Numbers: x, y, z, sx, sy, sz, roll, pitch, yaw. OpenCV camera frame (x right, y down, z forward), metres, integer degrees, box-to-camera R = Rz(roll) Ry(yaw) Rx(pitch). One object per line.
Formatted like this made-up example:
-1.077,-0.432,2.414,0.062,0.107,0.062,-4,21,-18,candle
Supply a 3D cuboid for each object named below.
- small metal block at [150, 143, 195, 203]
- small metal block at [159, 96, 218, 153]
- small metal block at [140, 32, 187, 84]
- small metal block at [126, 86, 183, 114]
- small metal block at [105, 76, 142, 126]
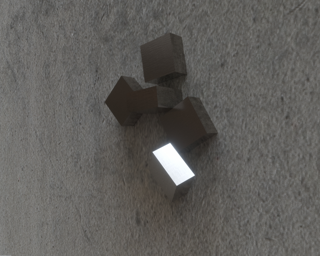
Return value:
0.013,0.055,0.377,0.050,0.025,0.050,53,155,26,small metal block
0.034,-0.003,0.376,0.050,0.025,0.050,-38,67,33,small metal block
0.004,-0.088,0.400,0.050,0.025,0.050,-12,82,39,small metal block
-0.006,-0.034,0.392,0.050,0.050,0.025,-8,85,39,small metal block
-0.046,-0.038,0.440,0.050,0.025,0.050,-52,60,27,small metal block
